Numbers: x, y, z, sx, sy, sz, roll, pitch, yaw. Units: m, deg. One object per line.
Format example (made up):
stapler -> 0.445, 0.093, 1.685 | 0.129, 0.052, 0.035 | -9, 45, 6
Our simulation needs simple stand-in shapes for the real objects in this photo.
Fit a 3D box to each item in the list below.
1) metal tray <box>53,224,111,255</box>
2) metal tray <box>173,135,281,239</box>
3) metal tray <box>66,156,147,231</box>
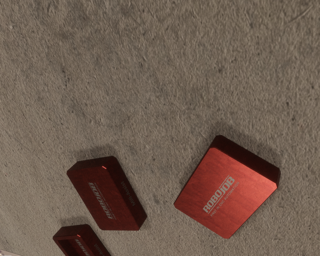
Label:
metal tray -> -0.152, 0.261, 0.642 | 0.090, 0.030, 0.130 | -18, 109, 35
metal tray -> 0.083, 0.082, 0.409 | 0.090, 0.030, 0.129 | 31, 128, 7
metal tray -> -0.088, 0.113, 0.517 | 0.090, 0.030, 0.129 | -12, 113, 32
